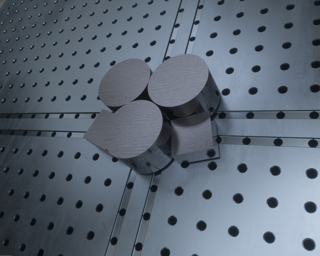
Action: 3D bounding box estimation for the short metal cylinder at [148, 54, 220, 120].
[{"bbox_3d":[0.031,-0.048,0.401,0.080,0.050,0.080,-13,56,21],"label":"short metal cylinder"}]

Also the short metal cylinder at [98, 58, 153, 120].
[{"bbox_3d":[-0.039,-0.051,0.439,0.080,0.050,0.080,-13,56,21],"label":"short metal cylinder"}]

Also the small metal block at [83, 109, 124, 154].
[{"bbox_3d":[-0.072,0.006,0.438,0.050,0.025,0.050,23,74,36],"label":"small metal block"}]

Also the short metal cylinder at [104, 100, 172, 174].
[{"bbox_3d":[-0.023,0.012,0.393,0.080,0.050,0.080,-13,56,21],"label":"short metal cylinder"}]

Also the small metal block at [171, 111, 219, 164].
[{"bbox_3d":[0.042,0.012,0.375,0.050,0.025,0.050,-13,56,21],"label":"small metal block"}]
